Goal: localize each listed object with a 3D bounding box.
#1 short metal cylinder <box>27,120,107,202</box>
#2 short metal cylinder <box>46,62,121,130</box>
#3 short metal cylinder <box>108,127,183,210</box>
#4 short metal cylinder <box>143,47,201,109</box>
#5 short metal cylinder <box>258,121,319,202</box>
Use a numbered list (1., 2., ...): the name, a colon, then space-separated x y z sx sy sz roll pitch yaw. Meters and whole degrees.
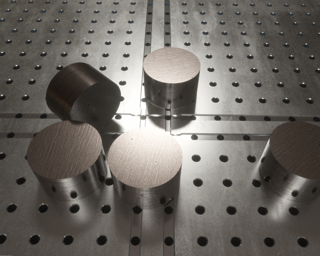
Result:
1. short metal cylinder: -0.104 0.037 0.359 0.081 0.050 0.080 0 50 0
2. short metal cylinder: -0.098 -0.038 0.403 0.050 0.080 0.080 37 59 26
3. short metal cylinder: -0.016 0.045 0.353 0.081 0.050 0.080 0 50 0
4. short metal cylinder: 0.017 -0.074 0.454 0.081 0.050 0.080 0 50 0
5. short metal cylinder: 0.162 0.038 0.361 0.081 0.050 0.080 0 50 0
